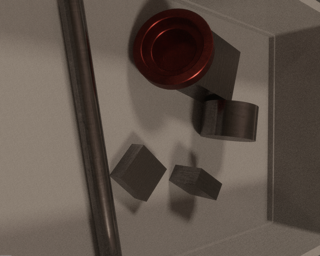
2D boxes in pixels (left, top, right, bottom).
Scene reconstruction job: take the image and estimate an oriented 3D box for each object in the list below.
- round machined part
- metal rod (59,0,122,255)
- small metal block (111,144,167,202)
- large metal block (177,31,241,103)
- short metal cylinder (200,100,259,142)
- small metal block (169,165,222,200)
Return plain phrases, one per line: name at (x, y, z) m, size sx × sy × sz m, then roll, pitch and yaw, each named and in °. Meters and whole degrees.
round machined part at (0.019, -0.094, 0.388) m, size 0.042 × 0.098 × 0.098 m, roll 36°, pitch 63°, yaw -72°
metal rod at (-0.075, 0.013, 0.345) m, size 0.025 × 0.025 × 0.298 m, roll -13°, pitch 98°, yaw -40°
small metal block at (-0.026, 0.055, 0.387) m, size 0.050 × 0.025 × 0.050 m, roll 49°, pitch 61°, yaw -29°
large metal block at (0.066, -0.086, 0.448) m, size 0.080 × 0.050 × 0.080 m, roll 21°, pitch 77°, yaw -38°
short metal cylinder at (0.103, -0.009, 0.460) m, size 0.081 × 0.080 × 0.050 m, roll 11°, pitch 83°, yaw -40°
small metal block at (0.050, 0.076, 0.435) m, size 0.050 × 0.050 × 0.025 m, roll 38°, pitch 67°, yaw -34°
